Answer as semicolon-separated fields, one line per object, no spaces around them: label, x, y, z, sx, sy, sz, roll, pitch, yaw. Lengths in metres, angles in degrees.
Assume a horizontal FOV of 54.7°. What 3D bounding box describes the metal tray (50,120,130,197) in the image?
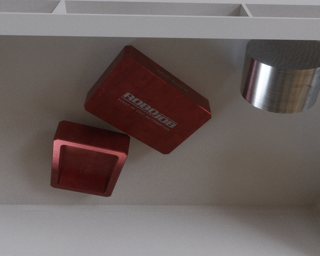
metal tray;-0.100;0.048;0.429;0.091;0.030;0.129;13;140;-12

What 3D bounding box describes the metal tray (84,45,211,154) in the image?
metal tray;-0.013;-0.028;0.382;0.131;0.030;0.090;31;123;-25

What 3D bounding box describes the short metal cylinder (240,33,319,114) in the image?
short metal cylinder;0.128;-0.059;0.325;0.081;0.080;0.050;-2;130;1
